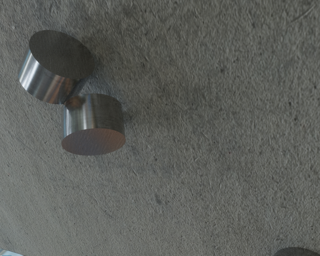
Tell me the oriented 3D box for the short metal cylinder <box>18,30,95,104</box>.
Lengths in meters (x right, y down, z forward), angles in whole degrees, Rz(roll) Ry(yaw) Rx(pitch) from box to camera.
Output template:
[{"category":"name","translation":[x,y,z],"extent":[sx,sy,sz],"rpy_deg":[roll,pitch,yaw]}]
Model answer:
[{"category":"short metal cylinder","translation":[-0.131,-0.077,0.393],"extent":[0.080,0.080,0.050],"rpy_deg":[43,129,-2]}]

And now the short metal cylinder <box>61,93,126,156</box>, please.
[{"category":"short metal cylinder","translation":[-0.088,-0.002,0.409],"extent":[0.081,0.050,0.080],"rpy_deg":[-8,153,-4]}]

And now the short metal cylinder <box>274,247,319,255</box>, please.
[{"category":"short metal cylinder","translation":[0.191,0.210,0.420],"extent":[0.080,0.050,0.079],"rpy_deg":[13,124,21]}]
